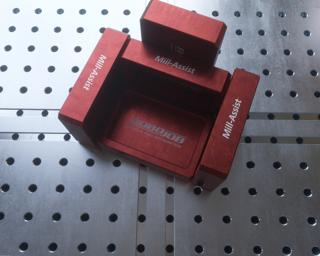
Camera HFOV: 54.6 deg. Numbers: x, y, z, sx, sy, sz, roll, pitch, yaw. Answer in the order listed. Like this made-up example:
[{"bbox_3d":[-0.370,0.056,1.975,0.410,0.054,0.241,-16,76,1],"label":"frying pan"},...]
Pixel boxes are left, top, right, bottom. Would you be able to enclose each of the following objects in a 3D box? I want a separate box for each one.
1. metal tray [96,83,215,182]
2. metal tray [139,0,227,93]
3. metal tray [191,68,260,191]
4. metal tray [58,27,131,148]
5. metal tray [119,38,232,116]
[{"bbox_3d":[-0.005,0.005,0.407,0.130,0.030,0.090,21,71,7],"label":"metal tray"},{"bbox_3d":[0.025,-0.093,0.389,0.090,0.130,0.030,21,72,7],"label":"metal tray"},{"bbox_3d":[0.078,0.005,0.375,0.030,0.090,0.130,21,71,7],"label":"metal tray"},{"bbox_3d":[-0.074,-0.048,0.394,0.030,0.090,0.130,21,71,7],"label":"metal tray"},{"bbox_3d":[0.017,-0.058,0.398,0.130,0.090,0.030,21,72,7],"label":"metal tray"}]
